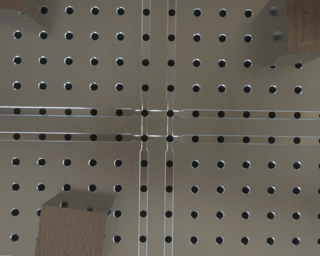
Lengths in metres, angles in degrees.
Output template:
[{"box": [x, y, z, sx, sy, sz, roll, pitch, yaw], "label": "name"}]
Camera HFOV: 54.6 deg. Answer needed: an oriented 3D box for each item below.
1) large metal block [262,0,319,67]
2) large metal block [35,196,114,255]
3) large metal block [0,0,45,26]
[{"box": [0.167, -0.125, 0.387, 0.050, 0.080, 0.080, -3, 90, 0], "label": "large metal block"}, {"box": [-0.109, 0.138, 0.400, 0.080, 0.050, 0.080, 8, 90, 0], "label": "large metal block"}, {"box": [-0.195, -0.186, 0.400, 0.080, 0.050, 0.080, 11, 90, 0], "label": "large metal block"}]
